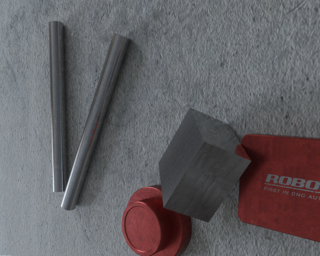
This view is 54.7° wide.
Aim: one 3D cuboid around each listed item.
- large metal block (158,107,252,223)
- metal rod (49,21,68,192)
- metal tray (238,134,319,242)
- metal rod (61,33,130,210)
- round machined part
[{"bbox_3d":[0.041,0.036,0.327,0.079,0.050,0.080,-62,15,21],"label":"large metal block"},{"bbox_3d":[-0.181,-0.038,0.550,0.025,0.025,0.298,-3,88,39],"label":"metal rod"},{"bbox_3d":[0.140,0.054,0.285,0.130,0.030,0.089,4,93,39],"label":"metal tray"},{"bbox_3d":[-0.106,0.000,0.489,0.025,0.025,0.298,33,110,35],"label":"metal rod"},{"bbox_3d":[-0.011,0.126,0.401,0.098,0.042,0.097,0,90,39],"label":"round machined part"}]
